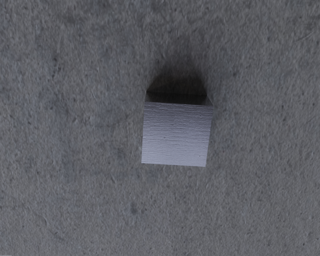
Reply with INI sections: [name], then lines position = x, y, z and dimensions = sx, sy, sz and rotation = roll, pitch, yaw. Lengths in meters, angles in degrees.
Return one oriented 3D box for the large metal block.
[large metal block]
position = 0.020, 0.000, 0.397
dimensions = 0.081, 0.050, 0.079
rotation = 3, 110, -2
